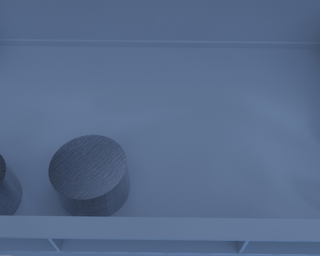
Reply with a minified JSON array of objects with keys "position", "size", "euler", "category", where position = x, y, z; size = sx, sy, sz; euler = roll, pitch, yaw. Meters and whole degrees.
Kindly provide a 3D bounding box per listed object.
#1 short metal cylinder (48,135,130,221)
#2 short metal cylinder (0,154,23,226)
[{"position":[-0.075,0.054,0.343],"size":[0.080,0.050,0.080],"euler":[0,50,0],"category":"short metal cylinder"},{"position":[-0.198,0.067,0.331],"size":[0.080,0.050,0.080],"euler":[0,50,0],"category":"short metal cylinder"}]
